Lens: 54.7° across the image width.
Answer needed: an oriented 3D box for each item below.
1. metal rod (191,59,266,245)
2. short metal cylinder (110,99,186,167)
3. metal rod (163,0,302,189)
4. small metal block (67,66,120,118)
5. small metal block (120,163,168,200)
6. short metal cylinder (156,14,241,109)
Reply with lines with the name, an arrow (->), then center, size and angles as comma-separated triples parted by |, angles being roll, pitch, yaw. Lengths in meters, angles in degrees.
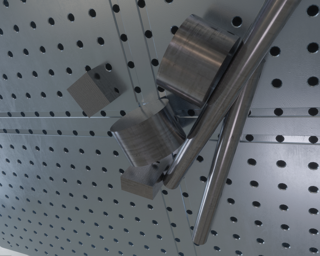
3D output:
metal rod -> 0.078, 0.051, 0.400 | 0.025, 0.025, 0.298 | 20, 126, 16
short metal cylinder -> -0.014, 0.005, 0.386 | 0.080, 0.080, 0.050 | -16, 110, 34
metal rod -> 0.059, -0.017, 0.346 | 0.025, 0.025, 0.298 | 32, 136, 7
small metal block -> -0.093, -0.049, 0.430 | 0.050, 0.025, 0.050 | -29, 103, 37
small metal block -> -0.022, 0.072, 0.452 | 0.050, 0.050, 0.025 | 14, 124, 20
short metal cylinder -> 0.039, -0.066, 0.314 | 0.050, 0.080, 0.079 | 30, 128, 9
